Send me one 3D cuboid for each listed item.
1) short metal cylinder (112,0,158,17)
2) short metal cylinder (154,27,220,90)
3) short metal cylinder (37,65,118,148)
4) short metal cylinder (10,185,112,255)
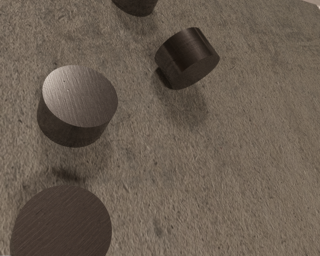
[{"bbox_3d":[-0.038,-0.232,0.511,0.081,0.050,0.080,14,56,-21],"label":"short metal cylinder"},{"bbox_3d":[0.039,-0.100,0.452,0.081,0.080,0.050,-21,74,-36],"label":"short metal cylinder"},{"bbox_3d":[-0.094,-0.024,0.353,0.081,0.050,0.080,14,56,-21],"label":"short metal cylinder"},{"bbox_3d":[-0.090,0.098,0.280,0.081,0.050,0.080,14,56,-21],"label":"short metal cylinder"}]
